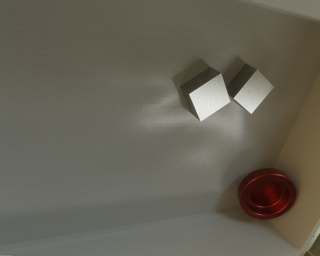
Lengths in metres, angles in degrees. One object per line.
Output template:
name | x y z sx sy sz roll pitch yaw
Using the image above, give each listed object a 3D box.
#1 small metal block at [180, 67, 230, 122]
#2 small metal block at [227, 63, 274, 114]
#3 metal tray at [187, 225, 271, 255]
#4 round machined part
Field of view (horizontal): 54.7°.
small metal block | 0.061 -0.045 0.416 0.050 0.025 0.050 -34 129 -7
small metal block | 0.128 -0.056 0.446 0.050 0.025 0.050 31 101 -39
metal tray | 0.128 0.224 0.577 0.131 0.090 0.030 -3 98 -28
round machined part | 0.189 0.114 0.559 0.099 0.042 0.097 0 114 -1
